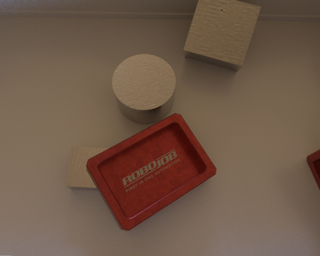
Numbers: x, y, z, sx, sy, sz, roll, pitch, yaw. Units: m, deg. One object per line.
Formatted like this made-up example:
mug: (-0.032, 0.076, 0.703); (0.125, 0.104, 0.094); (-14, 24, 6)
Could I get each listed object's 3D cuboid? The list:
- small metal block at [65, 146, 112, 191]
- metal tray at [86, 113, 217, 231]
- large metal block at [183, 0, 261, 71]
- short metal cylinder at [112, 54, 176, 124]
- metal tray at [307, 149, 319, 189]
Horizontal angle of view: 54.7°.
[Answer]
small metal block: (-0.087, 0.052, 0.390); (0.050, 0.025, 0.050); (3, 70, 1)
metal tray: (-0.010, 0.050, 0.372); (0.131, 0.030, 0.090); (-29, 79, -20)
large metal block: (0.084, -0.131, 0.431); (0.080, 0.050, 0.080); (17, 94, 5)
short metal cylinder: (-0.020, -0.051, 0.415); (0.081, 0.050, 0.080); (0, 70, 0)
metal tray: (0.224, 0.079, 0.349); (0.030, 0.090, 0.130); (-15, 71, -5)
